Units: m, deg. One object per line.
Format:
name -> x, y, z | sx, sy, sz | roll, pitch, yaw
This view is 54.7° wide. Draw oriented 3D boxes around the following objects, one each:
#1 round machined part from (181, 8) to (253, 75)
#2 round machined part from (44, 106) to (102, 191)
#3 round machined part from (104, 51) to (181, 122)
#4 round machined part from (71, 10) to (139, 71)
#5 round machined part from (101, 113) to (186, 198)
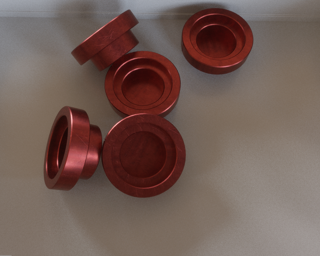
round machined part -> 0.079, -0.119, 0.445 | 0.099, 0.042, 0.098 | 0, 70, -1
round machined part -> -0.102, 0.026, 0.370 | 0.042, 0.098, 0.098 | 14, 66, -32
round machined part -> -0.023, -0.051, 0.419 | 0.099, 0.042, 0.098 | 0, 70, -1
round machined part -> -0.068, -0.113, 0.420 | 0.098, 0.098, 0.042 | -41, 108, -14
round machined part -> -0.022, 0.032, 0.377 | 0.099, 0.042, 0.097 | 0, 88, -13
